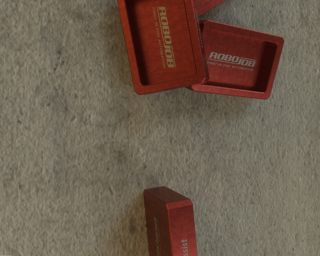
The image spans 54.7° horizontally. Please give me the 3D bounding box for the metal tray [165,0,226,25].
[{"bbox_3d":[0.058,-0.211,0.428,0.131,0.030,0.090,-38,102,-16],"label":"metal tray"}]

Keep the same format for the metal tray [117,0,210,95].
[{"bbox_3d":[0.004,-0.112,0.382,0.090,0.030,0.129,-9,94,18],"label":"metal tray"}]

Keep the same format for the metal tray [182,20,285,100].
[{"bbox_3d":[0.102,-0.091,0.429,0.131,0.030,0.089,4,106,-23],"label":"metal tray"}]

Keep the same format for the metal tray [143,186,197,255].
[{"bbox_3d":[0.013,0.145,0.380,0.030,0.090,0.129,-6,92,-20],"label":"metal tray"}]
